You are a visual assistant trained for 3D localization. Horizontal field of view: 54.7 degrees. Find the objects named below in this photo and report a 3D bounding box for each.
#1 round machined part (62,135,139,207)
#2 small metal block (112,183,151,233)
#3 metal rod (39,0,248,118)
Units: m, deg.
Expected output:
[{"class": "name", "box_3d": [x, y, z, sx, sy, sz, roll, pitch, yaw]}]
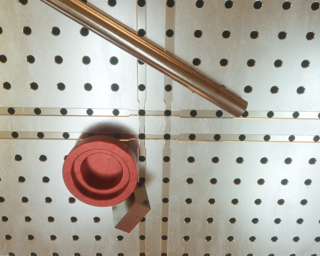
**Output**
[{"class": "round machined part", "box_3d": [-0.078, 0.055, 0.423, 0.099, 0.042, 0.097, 0, 110, 0]}, {"class": "small metal block", "box_3d": [-0.042, 0.110, 0.438, 0.025, 0.050, 0.050, 32, 108, -26]}, {"class": "metal rod", "box_3d": [-0.022, -0.096, 0.377, 0.301, 0.025, 0.025, 29, 107, -11]}]
